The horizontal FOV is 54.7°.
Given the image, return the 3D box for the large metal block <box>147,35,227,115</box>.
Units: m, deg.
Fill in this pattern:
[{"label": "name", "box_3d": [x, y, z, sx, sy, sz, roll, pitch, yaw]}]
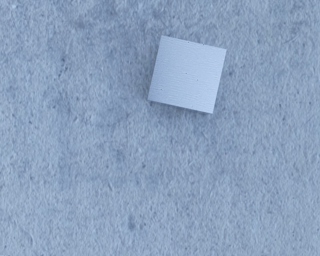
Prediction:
[{"label": "large metal block", "box_3d": [0.033, -0.065, 0.398, 0.080, 0.050, 0.080, 12, 90, -1]}]
